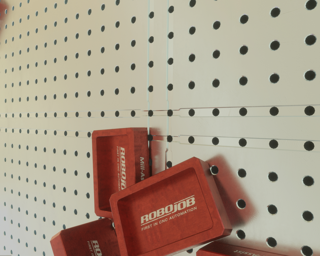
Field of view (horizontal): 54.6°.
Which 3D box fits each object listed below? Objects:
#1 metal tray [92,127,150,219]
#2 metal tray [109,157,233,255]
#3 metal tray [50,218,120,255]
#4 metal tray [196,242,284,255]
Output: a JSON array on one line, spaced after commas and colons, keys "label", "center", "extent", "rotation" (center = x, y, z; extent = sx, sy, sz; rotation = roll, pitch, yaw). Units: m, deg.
[{"label": "metal tray", "center": [-0.058, 0.066, 0.455], "extent": [0.090, 0.030, 0.129], "rotation": [-4, 87, 40]}, {"label": "metal tray", "center": [0.008, 0.101, 0.367], "extent": [0.130, 0.030, 0.090], "rotation": [-27, 61, 19]}, {"label": "metal tray", "center": [-0.093, 0.203, 0.445], "extent": [0.030, 0.091, 0.130], "rotation": [-39, 66, 33]}, {"label": "metal tray", "center": [0.102, 0.178, 0.322], "extent": [0.130, 0.030, 0.090], "rotation": [-5, 87, 40]}]
